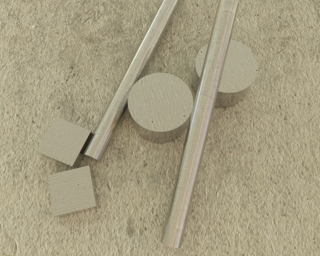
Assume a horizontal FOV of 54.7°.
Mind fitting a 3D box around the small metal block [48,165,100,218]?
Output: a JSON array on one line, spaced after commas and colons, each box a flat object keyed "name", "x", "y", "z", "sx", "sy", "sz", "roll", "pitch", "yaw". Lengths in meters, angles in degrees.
[{"name": "small metal block", "x": -0.105, "y": 0.078, "z": 0.379, "sx": 0.050, "sy": 0.025, "sz": 0.050, "roll": -13, "pitch": 71, "yaw": -5}]

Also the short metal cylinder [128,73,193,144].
[{"name": "short metal cylinder", "x": 0.001, "y": -0.025, "z": 0.404, "sx": 0.081, "sy": 0.050, "sz": 0.080, "roll": 0, "pitch": 70, "yaw": 0}]

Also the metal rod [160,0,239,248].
[{"name": "metal rod", "x": 0.049, "y": -0.010, "z": 0.371, "sx": 0.025, "sy": 0.025, "sz": 0.299, "roll": 14, "pitch": 86, "yaw": 5}]

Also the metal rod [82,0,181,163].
[{"name": "metal rod", "x": -0.029, "y": -0.091, "z": 0.440, "sx": 0.025, "sy": 0.025, "sz": 0.300, "roll": 21, "pitch": 71, "yaw": 7}]

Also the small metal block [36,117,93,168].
[{"name": "small metal block", "x": -0.120, "y": 0.020, "z": 0.400, "sx": 0.050, "sy": 0.025, "sz": 0.050, "roll": 22, "pitch": 71, "yaw": 7}]

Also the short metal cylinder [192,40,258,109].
[{"name": "short metal cylinder", "x": 0.086, "y": -0.073, "z": 0.422, "sx": 0.081, "sy": 0.050, "sz": 0.080, "roll": 0, "pitch": 70, "yaw": 0}]
